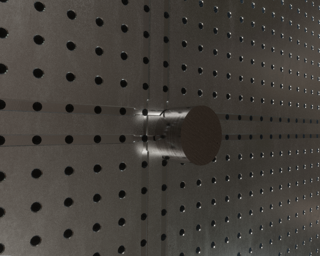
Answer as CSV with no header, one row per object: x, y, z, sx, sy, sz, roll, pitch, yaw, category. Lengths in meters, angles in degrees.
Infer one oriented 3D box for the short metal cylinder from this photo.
0.040,0.010,0.429,0.081,0.050,0.079,0,91,-40,short metal cylinder
